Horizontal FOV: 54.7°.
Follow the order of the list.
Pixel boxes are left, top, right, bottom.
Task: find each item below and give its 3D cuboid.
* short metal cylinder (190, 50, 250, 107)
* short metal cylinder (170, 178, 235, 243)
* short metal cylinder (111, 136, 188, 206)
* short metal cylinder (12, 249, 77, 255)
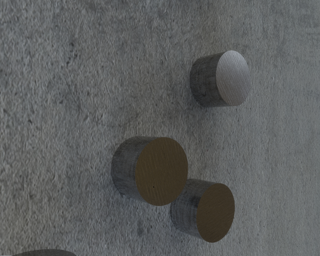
[{"bbox_3d":[0.091,-0.071,0.464,0.081,0.050,0.080,0,90,-40],"label":"short metal cylinder"},{"bbox_3d":[0.061,0.115,0.440,0.081,0.050,0.080,0,90,-40],"label":"short metal cylinder"},{"bbox_3d":[-0.012,0.050,0.378,0.081,0.050,0.080,0,90,-40],"label":"short metal cylinder"},{"bbox_3d":[-0.113,0.149,0.275,0.081,0.080,0.050,-2,92,-40],"label":"short metal cylinder"}]
